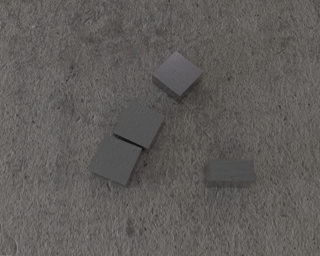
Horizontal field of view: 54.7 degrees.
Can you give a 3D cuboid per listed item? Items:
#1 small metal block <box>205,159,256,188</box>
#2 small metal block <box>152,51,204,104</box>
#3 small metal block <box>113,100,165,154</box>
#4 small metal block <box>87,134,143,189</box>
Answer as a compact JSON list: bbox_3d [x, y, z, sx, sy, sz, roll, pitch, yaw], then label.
[{"bbox_3d":[0.082,0.056,0.375,0.050,0.050,0.025,1,70,0],"label":"small metal block"},{"bbox_3d":[0.024,-0.071,0.434,0.050,0.025,0.050,40,75,13],"label":"small metal block"},{"bbox_3d":[-0.027,-0.001,0.408,0.050,0.025,0.050,24,72,8],"label":"small metal block"},{"bbox_3d":[-0.055,0.042,0.392,0.050,0.025,0.050,21,71,7],"label":"small metal block"}]
